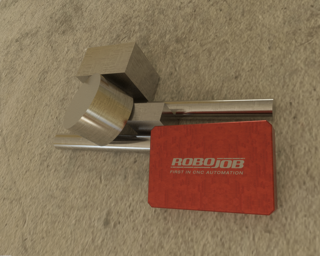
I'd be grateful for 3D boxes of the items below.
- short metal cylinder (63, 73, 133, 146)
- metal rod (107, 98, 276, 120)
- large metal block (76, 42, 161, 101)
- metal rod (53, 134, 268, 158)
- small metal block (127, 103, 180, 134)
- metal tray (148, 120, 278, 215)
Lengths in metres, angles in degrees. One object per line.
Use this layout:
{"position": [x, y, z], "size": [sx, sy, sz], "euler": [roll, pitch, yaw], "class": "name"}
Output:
{"position": [-0.080, -0.023, 0.398], "size": [0.080, 0.050, 0.080], "euler": [-35, 37, 33], "class": "short metal cylinder"}
{"position": [-0.003, -0.024, 0.421], "size": [0.300, 0.025, 0.025], "euler": [1, 62, 28], "class": "metal rod"}
{"position": [-0.057, -0.073, 0.443], "size": [0.080, 0.080, 0.050], "euler": [1, 62, 28], "class": "large metal block"}
{"position": [-0.019, 0.021, 0.402], "size": [0.300, 0.025, 0.025], "euler": [0, 62, 27], "class": "metal rod"}
{"position": [-0.009, -0.008, 0.397], "size": [0.050, 0.050, 0.025], "euler": [1, 62, 28], "class": "small metal block"}
{"position": [0.053, 0.042, 0.330], "size": [0.130, 0.030, 0.090], "euler": [-3, 78, 25], "class": "metal tray"}
